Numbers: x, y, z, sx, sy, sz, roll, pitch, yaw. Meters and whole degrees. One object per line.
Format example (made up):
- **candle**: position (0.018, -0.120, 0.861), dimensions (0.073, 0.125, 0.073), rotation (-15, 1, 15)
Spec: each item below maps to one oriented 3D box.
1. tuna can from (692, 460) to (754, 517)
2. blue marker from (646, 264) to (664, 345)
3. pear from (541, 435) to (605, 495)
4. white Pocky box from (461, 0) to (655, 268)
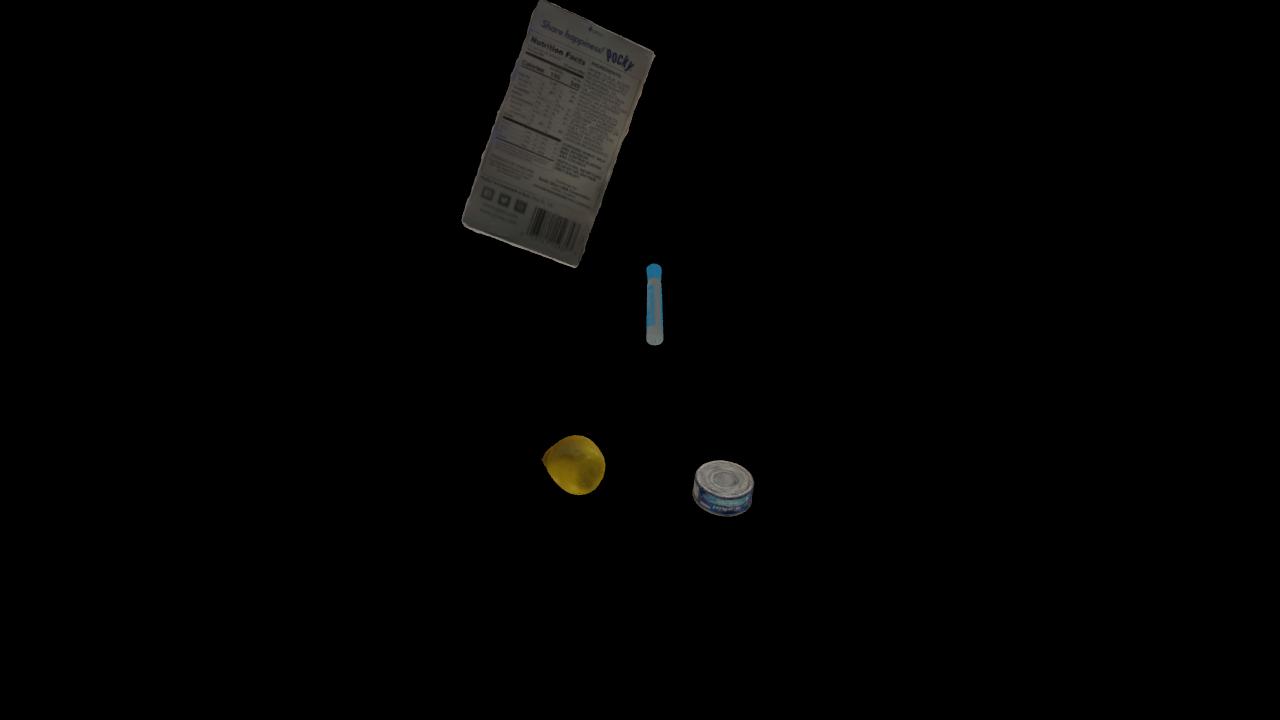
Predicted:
- **tuna can**: position (0.116, 0.177, 0.857), dimensions (0.084, 0.034, 0.084), rotation (3, 29, -2)
- **blue marker**: position (0.017, -0.067, 0.704), dimensions (0.020, 0.121, 0.020), rotation (0, -40, 0)
- **pear**: position (-0.100, 0.134, 0.827), dimensions (0.111, 0.080, 0.080), rotation (14, 9, 39)
- **white Pocky box**: position (-0.055, -0.148, 0.414), dimensions (0.084, 0.154, 0.028), rotation (20, 3, -13)
